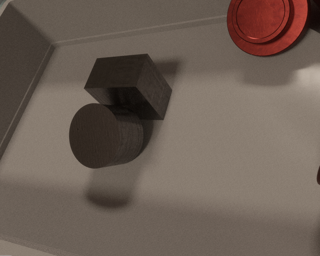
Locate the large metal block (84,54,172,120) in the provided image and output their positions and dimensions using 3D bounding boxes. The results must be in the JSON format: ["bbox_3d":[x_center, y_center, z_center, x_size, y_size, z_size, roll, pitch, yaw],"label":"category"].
[{"bbox_3d":[-0.040,-0.053,0.422,0.080,0.080,0.050,2,63,29],"label":"large metal block"}]

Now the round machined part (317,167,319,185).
[{"bbox_3d":[0.178,0.017,0.256,0.042,0.098,0.098,35,81,38],"label":"round machined part"}]

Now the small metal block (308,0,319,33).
[{"bbox_3d":[0.199,-0.143,0.371,0.025,0.050,0.050,-32,51,-7],"label":"small metal block"}]

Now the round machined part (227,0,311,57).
[{"bbox_3d":[0.128,-0.137,0.378,0.098,0.042,0.097,9,107,32],"label":"round machined part"}]

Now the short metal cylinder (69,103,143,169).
[{"bbox_3d":[-0.069,0.010,0.398,0.080,0.050,0.079,0,90,29],"label":"short metal cylinder"}]
